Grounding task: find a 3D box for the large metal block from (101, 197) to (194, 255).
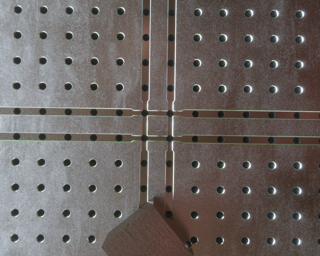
[{"bbox_3d":[-0.015,0.150,0.401,0.080,0.050,0.080,-39,90,0],"label":"large metal block"}]
